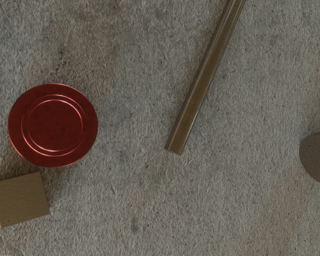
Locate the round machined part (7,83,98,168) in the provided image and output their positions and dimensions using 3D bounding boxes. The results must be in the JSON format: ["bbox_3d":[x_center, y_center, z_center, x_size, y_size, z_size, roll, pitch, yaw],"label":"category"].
[{"bbox_3d":[-0.121,-0.003,0.355,0.099,0.042,0.097,0,90,-20],"label":"round machined part"}]

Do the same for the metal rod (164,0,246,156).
[{"bbox_3d":[0.076,-0.103,0.436,0.025,0.025,0.299,26,81,-18],"label":"metal rod"}]

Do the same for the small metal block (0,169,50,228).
[{"bbox_3d":[-0.157,0.078,0.351,0.050,0.025,0.050,-13,95,-20],"label":"small metal block"}]

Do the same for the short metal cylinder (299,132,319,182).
[{"bbox_3d":[0.265,0.041,0.478,0.050,0.080,0.080,-17,96,-19],"label":"short metal cylinder"}]
